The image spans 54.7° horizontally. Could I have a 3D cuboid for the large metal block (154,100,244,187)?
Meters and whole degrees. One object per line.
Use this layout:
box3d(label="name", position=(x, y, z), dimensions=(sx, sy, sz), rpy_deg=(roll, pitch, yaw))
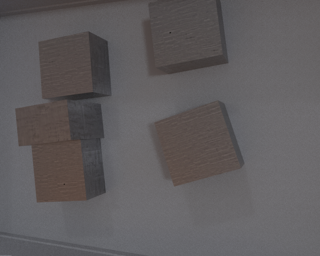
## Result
box3d(label="large metal block", position=(0.049, 0.019, 0.379), dimensions=(0.080, 0.050, 0.080), rpy_deg=(-19, 84, 18))

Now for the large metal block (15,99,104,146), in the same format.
box3d(label="large metal block", position=(-0.135, -0.006, 0.427), dimensions=(0.080, 0.080, 0.050), rpy_deg=(-7, 88, 19))

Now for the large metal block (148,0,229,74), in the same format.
box3d(label="large metal block", position=(0.036, -0.117, 0.384), dimensions=(0.080, 0.050, 0.080), rpy_deg=(-7, 88, 19))

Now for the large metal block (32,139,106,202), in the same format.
box3d(label="large metal block", position=(-0.129, 0.059, 0.441), dimensions=(0.080, 0.050, 0.080), rpy_deg=(-7, 88, 19))

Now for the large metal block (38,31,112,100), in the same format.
box3d(label="large metal block", position=(-0.119, -0.083, 0.438), dimensions=(0.080, 0.050, 0.080), rpy_deg=(-5, 88, 19))
